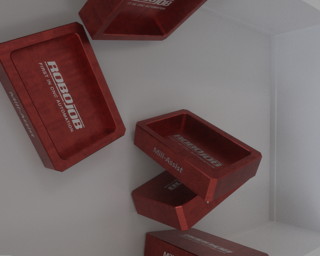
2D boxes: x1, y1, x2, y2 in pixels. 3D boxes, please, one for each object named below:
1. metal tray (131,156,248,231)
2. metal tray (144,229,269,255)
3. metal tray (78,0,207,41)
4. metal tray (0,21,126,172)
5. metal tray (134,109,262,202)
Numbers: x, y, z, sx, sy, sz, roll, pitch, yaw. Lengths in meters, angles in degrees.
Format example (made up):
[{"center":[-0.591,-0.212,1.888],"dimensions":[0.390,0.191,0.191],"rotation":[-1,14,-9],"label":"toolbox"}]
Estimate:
[{"center":[0.041,0.073,0.398],"dimensions":[0.131,0.090,0.030],"rotation":[-26,108,-37],"label":"metal tray"},{"center":[0.054,0.158,0.384],"dimensions":[0.091,0.130,0.030],"rotation":[10,84,-40],"label":"metal tray"},{"center":[-0.010,-0.134,0.334],"dimensions":[0.131,0.090,0.030],"rotation":[-20,79,-52],"label":"metal tray"},{"center":[-0.099,-0.032,0.319],"dimensions":[0.091,0.030,0.129],"rotation":[-33,110,-35],"label":"metal tray"},{"center":[0.042,0.025,0.373],"dimensions":[0.091,0.130,0.030],"rotation":[-17,129,-39],"label":"metal tray"}]
